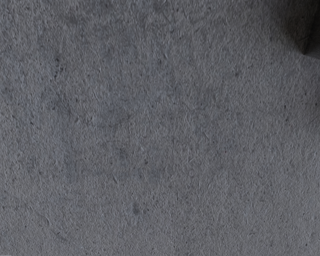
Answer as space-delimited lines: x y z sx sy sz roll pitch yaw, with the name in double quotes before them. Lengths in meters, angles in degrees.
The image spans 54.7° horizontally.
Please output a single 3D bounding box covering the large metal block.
"large metal block" 0.211 -0.112 0.341 0.050 0.080 0.079 7 110 -3
